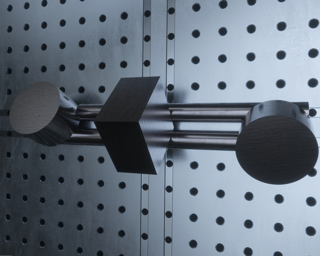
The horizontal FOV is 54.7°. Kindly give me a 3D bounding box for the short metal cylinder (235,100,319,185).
[{"bbox_3d":[0.127,0.015,0.340,0.080,0.050,0.079,8,115,17],"label":"short metal cylinder"}]

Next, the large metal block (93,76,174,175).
[{"bbox_3d":[-0.025,-0.004,0.360,0.050,0.080,0.080,1,132,20],"label":"large metal block"}]

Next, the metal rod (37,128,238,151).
[{"bbox_3d":[-0.044,0.014,0.427,0.301,0.025,0.025,1,90,19],"label":"metal rod"}]

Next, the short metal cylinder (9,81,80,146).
[{"bbox_3d":[-0.163,-0.019,0.441,0.080,0.050,0.080,-7,65,16],"label":"short metal cylinder"}]

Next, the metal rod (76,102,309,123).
[{"bbox_3d":[0.026,-0.020,0.402,0.301,0.025,0.025,1,90,19],"label":"metal rod"}]
